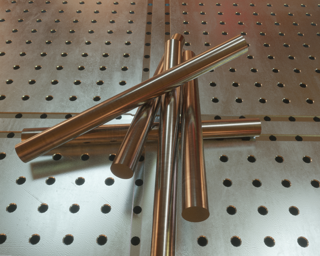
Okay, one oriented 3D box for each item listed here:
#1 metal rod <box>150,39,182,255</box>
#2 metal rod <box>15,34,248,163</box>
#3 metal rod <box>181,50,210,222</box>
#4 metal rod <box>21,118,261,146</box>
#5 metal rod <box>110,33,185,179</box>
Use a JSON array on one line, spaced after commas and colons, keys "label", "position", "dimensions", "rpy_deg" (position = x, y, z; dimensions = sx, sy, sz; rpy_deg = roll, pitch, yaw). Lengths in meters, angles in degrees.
[{"label": "metal rod", "position": [0.011, 0.009, 0.371], "dimensions": [0.025, 0.025, 0.299], "rpy_deg": [3, 59, 2]}, {"label": "metal rod", "position": [-0.031, -0.038, 0.378], "dimensions": [0.301, 0.025, 0.025], "rpy_deg": [-27, 54, -4]}, {"label": "metal rod", "position": [0.039, -0.019, 0.391], "dimensions": [0.025, 0.025, 0.300], "rpy_deg": [2, 40, 2]}, {"label": "metal rod", "position": [-0.021, 0.006, 0.402], "dimensions": [0.302, 0.025, 0.025], "rpy_deg": [-3, 50, -3]}, {"label": "metal rod", "position": [-0.004, -0.054, 0.428], "dimensions": [0.025, 0.025, 0.301], "rpy_deg": [11, 44, 8]}]
